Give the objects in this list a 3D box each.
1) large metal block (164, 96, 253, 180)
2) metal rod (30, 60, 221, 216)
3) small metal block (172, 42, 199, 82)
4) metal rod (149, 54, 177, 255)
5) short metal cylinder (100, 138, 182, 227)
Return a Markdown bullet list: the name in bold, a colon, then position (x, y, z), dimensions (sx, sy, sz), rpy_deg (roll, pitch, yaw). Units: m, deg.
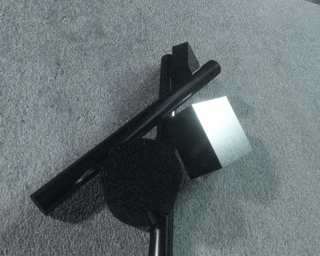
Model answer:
- **large metal block**: position (0.063, 0.011, 0.398), dimensions (0.081, 0.050, 0.080), rpy_deg (-17, 80, -48)
- **metal rod**: position (-0.019, -0.007, 0.377), dimensions (0.025, 0.025, 0.302), rpy_deg (47, 58, 5)
- **small metal block**: position (0.040, -0.092, 0.466), dimensions (0.050, 0.025, 0.050), rpy_deg (49, 35, -49)
- **metal rod**: position (0.007, 0.022, 0.395), dimensions (0.025, 0.025, 0.300), rpy_deg (16, 55, -19)
- **short metal cylinder**: position (-0.020, 0.057, 0.327), dimensions (0.081, 0.050, 0.080), rpy_deg (2, 57, -3)
